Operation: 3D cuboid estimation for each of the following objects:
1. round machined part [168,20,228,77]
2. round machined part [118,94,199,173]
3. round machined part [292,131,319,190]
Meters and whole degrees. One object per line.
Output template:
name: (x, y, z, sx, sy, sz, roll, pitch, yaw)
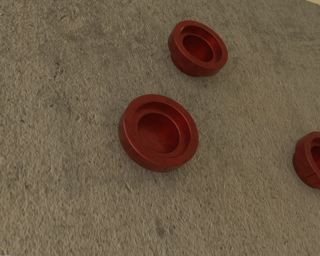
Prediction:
round machined part: (0.056, -0.121, 0.497, 0.099, 0.042, 0.098, 14, 56, -21)
round machined part: (-0.005, 0.010, 0.384, 0.099, 0.042, 0.098, 14, 56, -21)
round machined part: (0.253, 0.058, 0.493, 0.099, 0.042, 0.098, 14, 56, -21)
